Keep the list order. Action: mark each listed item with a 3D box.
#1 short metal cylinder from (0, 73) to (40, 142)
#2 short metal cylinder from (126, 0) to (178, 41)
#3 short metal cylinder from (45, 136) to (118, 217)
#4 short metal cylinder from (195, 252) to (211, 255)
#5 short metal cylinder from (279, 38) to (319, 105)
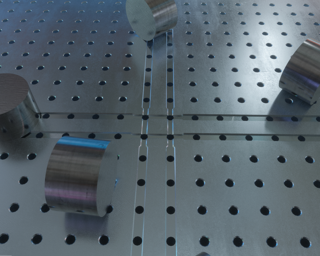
[{"bbox_3d":[-0.209,-0.028,0.413,0.081,0.050,0.080,0,50,0],"label":"short metal cylinder"},{"bbox_3d":[-0.015,-0.200,0.540,0.050,0.080,0.080,-35,58,-25],"label":"short metal cylinder"},{"bbox_3d":[-0.080,0.050,0.329,0.050,0.080,0.080,6,50,5],"label":"short metal cylinder"},{"bbox_3d":[0.033,0.149,0.247,0.050,0.080,0.080,-22,54,-18],"label":"short metal cylinder"},{"bbox_3d":[0.216,-0.080,0.440,0.080,0.080,0.050,-37,59,-27],"label":"short metal cylinder"}]
